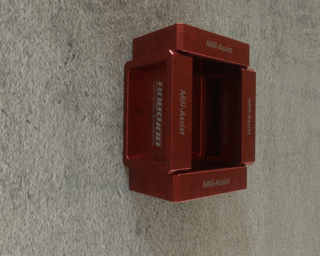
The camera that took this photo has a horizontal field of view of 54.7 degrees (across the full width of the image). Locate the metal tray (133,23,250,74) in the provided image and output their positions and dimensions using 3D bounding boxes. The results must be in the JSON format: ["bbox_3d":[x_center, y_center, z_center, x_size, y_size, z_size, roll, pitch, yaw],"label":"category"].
[{"bbox_3d":[0.042,-0.096,0.400,0.131,0.090,0.030,1,90,-40],"label":"metal tray"}]

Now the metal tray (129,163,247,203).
[{"bbox_3d":[0.038,0.064,0.397,0.131,0.090,0.030,1,90,-40],"label":"metal tray"}]

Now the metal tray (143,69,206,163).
[{"bbox_3d":[0.021,-0.017,0.423,0.091,0.030,0.129,1,89,-40],"label":"metal tray"}]

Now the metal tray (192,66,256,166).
[{"bbox_3d":[0.088,-0.015,0.439,0.030,0.090,0.129,1,89,-40],"label":"metal tray"}]

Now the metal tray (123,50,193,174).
[{"bbox_3d":[-0.005,-0.017,0.360,0.030,0.090,0.129,1,89,-40],"label":"metal tray"}]
